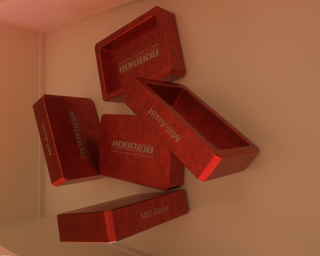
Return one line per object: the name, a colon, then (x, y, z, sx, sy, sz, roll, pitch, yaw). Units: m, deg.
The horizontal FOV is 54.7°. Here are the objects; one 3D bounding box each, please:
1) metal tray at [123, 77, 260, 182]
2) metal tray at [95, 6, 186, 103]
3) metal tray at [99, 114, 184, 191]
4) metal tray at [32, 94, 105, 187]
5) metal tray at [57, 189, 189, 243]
metal tray: (0.033, -0.004, 0.333, 0.130, 0.091, 0.030, 45, 118, 30)
metal tray: (-0.032, -0.095, 0.426, 0.130, 0.030, 0.090, -17, 79, 38)
metal tray: (-0.028, 0.028, 0.421, 0.130, 0.030, 0.089, 5, 93, 39)
metal tray: (-0.129, 0.016, 0.466, 0.030, 0.091, 0.129, -30, 72, 35)
metal tray: (-0.039, 0.101, 0.365, 0.090, 0.131, 0.030, -16, 81, 38)
